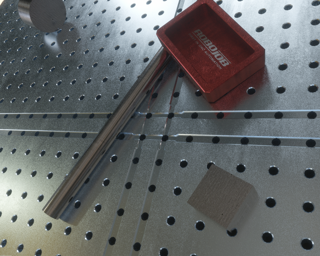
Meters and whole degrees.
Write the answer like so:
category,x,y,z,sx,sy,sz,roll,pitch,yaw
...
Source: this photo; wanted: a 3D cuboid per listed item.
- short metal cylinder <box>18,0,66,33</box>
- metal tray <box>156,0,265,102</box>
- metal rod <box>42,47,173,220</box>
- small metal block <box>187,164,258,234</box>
category,x,y,z,sx,sy,sz,roll,pitch,yaw
short metal cylinder,-0.246,-0.245,0.650,0.050,0.080,0.080,28,77,37
metal tray,0.066,-0.109,0.419,0.090,0.030,0.130,-36,63,3
metal rod,-0.063,-0.006,0.443,0.025,0.025,0.300,25,75,36
small metal block,0.066,0.074,0.328,0.050,0.025,0.050,27,76,37
